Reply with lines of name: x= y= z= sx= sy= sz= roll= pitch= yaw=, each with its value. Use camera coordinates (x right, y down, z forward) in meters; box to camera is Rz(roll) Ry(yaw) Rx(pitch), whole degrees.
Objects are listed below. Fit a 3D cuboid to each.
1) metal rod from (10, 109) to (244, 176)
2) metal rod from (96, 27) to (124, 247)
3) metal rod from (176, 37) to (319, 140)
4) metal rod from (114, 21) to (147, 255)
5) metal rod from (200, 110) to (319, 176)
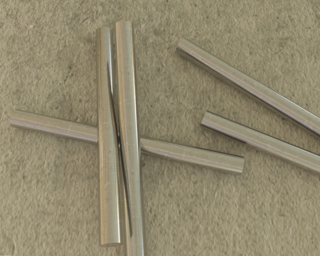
metal rod: x=-0.044 y=0.018 z=0.401 sx=0.302 sy=0.025 sz=0.025 roll=12 pitch=71 yaw=4
metal rod: x=-0.066 y=-0.011 z=0.386 sx=0.025 sy=0.025 sz=0.299 roll=-6 pitch=61 yaw=-3
metal rod: x=0.152 y=-0.039 z=0.424 sx=0.300 sy=0.025 sz=0.025 roll=34 pitch=73 yaw=11
metal rod: x=-0.036 y=0.014 z=0.375 sx=0.025 sy=0.025 sz=0.298 roll=-4 pitch=80 yaw=-2
metal rod: x=0.196 y=0.045 z=0.394 sx=0.301 sy=0.025 sz=0.025 roll=23 pitch=72 yaw=7
